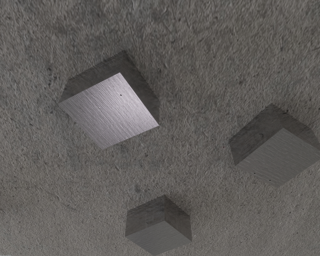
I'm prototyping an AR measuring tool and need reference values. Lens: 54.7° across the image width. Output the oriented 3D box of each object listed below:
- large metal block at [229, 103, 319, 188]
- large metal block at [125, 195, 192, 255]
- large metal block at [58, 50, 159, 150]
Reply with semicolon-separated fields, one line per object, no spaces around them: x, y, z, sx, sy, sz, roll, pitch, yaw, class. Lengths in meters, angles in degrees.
0.153;0.026;0.414;0.080;0.050;0.080;28;125;-22;large metal block
-0.002;0.170;0.535;0.080;0.050;0.080;-29;125;22;large metal block
-0.056;-0.031;0.364;0.080;0.050;0.080;-23;127;18;large metal block
